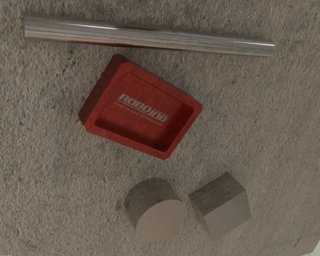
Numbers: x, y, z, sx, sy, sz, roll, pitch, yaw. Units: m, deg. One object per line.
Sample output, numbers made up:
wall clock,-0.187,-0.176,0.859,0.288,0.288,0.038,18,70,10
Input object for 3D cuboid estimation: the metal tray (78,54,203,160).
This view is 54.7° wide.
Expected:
metal tray,-0.020,-0.020,0.379,0.131,0.030,0.090,25,105,-37

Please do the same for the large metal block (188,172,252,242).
large metal block,0.104,0.135,0.531,0.080,0.050,0.080,-29,128,-10

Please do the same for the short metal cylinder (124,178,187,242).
short metal cylinder,-0.007,0.122,0.462,0.081,0.050,0.079,-14,124,-21

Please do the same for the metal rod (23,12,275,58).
metal rod,0.011,-0.100,0.350,0.303,0.025,0.025,-3,120,-27
